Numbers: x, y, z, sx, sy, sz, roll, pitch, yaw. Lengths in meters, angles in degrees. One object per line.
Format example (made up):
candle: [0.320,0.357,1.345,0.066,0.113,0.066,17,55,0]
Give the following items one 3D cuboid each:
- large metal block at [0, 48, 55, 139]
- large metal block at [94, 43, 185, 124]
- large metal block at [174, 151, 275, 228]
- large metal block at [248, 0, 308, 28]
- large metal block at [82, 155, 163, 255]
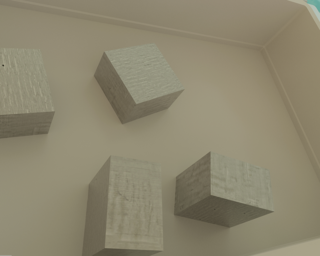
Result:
large metal block: [-0.163,-0.036,0.324,0.081,0.050,0.080,-7,65,-31]
large metal block: [-0.028,-0.061,0.413,0.081,0.050,0.080,-22,74,-36]
large metal block: [0.072,0.076,0.365,0.081,0.080,0.050,18,55,-18]
large metal block: [0.257,-0.274,0.682,0.081,0.080,0.050,2,61,-28]
large metal block: [-0.038,0.082,0.301,0.050,0.080,0.080,12,57,-22]
